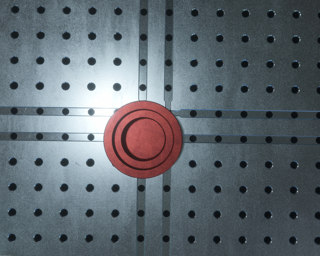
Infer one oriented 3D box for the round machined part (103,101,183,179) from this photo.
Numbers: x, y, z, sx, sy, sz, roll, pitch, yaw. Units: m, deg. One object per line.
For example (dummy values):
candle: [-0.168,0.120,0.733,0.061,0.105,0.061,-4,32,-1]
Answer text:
round machined part: [-0.021,0.014,0.405,0.099,0.042,0.097,0,90,-1]
